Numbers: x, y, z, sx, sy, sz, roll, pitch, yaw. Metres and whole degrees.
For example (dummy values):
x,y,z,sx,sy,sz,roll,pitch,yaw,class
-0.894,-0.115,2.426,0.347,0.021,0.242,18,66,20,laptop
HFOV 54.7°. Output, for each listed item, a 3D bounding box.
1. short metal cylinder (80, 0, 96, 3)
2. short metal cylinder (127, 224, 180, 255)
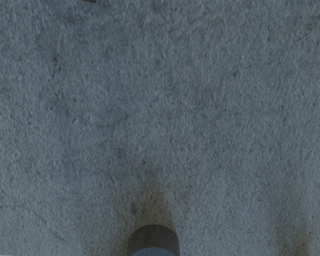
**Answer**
x,y,z,sx,sy,sz,roll,pitch,yaw,class
-0.103,-0.164,0.318,0.081,0.080,0.050,12,110,-5,short metal cylinder
-0.010,0.195,0.468,0.081,0.050,0.079,0,110,-1,short metal cylinder
